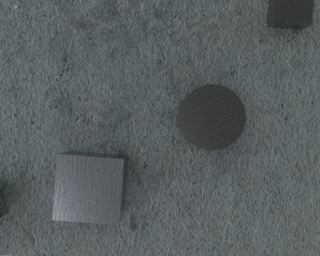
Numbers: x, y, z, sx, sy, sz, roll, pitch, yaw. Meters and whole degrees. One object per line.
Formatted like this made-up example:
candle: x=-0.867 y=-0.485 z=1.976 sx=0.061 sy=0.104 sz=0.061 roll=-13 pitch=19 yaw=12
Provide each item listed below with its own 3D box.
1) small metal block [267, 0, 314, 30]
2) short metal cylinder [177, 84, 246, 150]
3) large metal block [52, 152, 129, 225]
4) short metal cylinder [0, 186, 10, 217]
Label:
small metal block: x=0.173 y=-0.161 z=0.411 sx=0.050 sy=0.025 sz=0.050 roll=4 pitch=90 yaw=0
short metal cylinder: x=0.063 y=-0.013 z=0.398 sx=0.081 sy=0.050 sz=0.079 roll=0 pitch=90 yaw=0
large metal block: x=-0.086 y=0.074 z=0.397 sx=0.081 sy=0.050 sz=0.080 roll=4 pitch=90 yaw=0
short metal cylinder: x=-0.236 y=0.097 z=0.381 sx=0.080 sy=0.080 sz=0.050 roll=-20 pitch=90 yaw=0
